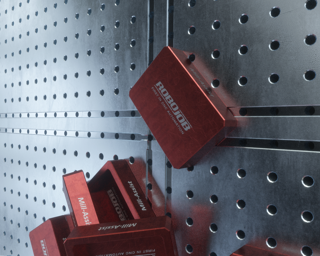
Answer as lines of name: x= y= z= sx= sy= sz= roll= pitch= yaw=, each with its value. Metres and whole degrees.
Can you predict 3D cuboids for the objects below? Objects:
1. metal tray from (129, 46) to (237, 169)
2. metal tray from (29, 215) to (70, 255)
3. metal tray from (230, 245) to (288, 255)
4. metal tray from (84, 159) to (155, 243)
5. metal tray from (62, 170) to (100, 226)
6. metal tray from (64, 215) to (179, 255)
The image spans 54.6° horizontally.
metal tray: x=0.023 y=-0.026 z=0.388 sx=0.090 sy=0.030 sz=0.130 roll=-47 pitch=62 yaw=29
metal tray: x=-0.191 y=0.237 z=0.566 sx=0.090 sy=0.030 sz=0.130 roll=-37 pitch=68 yaw=34
metal tray: x=0.132 y=0.175 z=0.297 sx=0.130 sy=0.030 sz=0.090 roll=0 pitch=90 yaw=40
metal tray: x=-0.059 y=0.123 z=0.456 sx=0.090 sy=0.030 sz=0.130 roll=-47 pitch=62 yaw=30
metal tray: x=-0.117 y=0.139 z=0.477 sx=0.130 sy=0.030 sz=0.090 roll=67 pitch=156 yaw=18
metal tray: x=-0.044 y=0.164 z=0.387 sx=0.130 sy=0.030 sz=0.090 roll=-9 pitch=101 yaw=7
